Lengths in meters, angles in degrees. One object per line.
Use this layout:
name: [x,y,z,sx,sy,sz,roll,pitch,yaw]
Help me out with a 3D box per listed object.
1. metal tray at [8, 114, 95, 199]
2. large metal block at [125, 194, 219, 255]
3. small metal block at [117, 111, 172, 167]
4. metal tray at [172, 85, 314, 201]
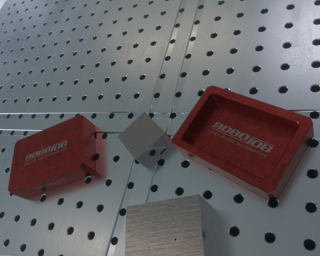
metal tray: [-0.161,0.043,0.463,0.130,0.030,0.090,-21,54,16]
large metal block: [0.013,0.119,0.313,0.080,0.050,0.080,-14,56,20]
small metal block: [-0.020,0.014,0.410,0.050,0.025,0.050,-43,51,-2]
metal tray: [0.089,0.011,0.351,0.130,0.030,0.090,26,76,37]
